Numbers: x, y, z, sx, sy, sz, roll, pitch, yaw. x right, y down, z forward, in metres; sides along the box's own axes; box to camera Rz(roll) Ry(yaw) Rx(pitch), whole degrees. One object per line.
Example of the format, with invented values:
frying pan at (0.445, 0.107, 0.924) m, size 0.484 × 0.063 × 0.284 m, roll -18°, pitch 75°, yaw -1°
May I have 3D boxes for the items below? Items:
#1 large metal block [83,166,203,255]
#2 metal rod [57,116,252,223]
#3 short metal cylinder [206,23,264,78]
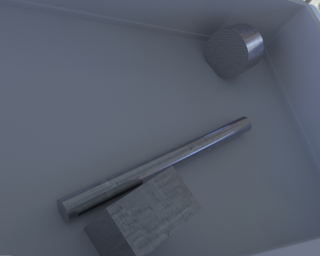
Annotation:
large metal block at (-0.019, 0.090, 0.306) m, size 0.081 × 0.080 × 0.050 m, roll -27°, pitch 77°, yaw -37°
metal rod at (0.018, 0.038, 0.393) m, size 0.302 × 0.025 × 0.025 m, roll -21°, pitch 73°, yaw -36°
short metal cylinder at (0.125, -0.130, 0.519) m, size 0.050 × 0.080 × 0.080 m, roll -31°, pitch 79°, yaw -38°
